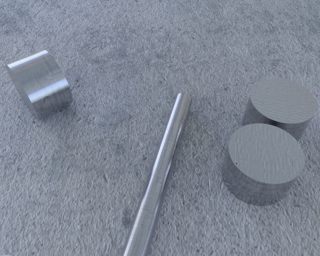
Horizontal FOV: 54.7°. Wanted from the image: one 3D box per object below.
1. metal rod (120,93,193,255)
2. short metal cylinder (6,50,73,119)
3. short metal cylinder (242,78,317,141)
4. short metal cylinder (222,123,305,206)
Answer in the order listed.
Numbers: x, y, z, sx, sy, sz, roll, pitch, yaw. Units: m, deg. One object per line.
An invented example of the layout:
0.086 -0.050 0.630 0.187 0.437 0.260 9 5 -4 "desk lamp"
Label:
-0.006 0.071 0.343 0.025 0.025 0.300 12 51 10 "metal rod"
-0.161 -0.058 0.415 0.050 0.080 0.080 -32 57 -24 "short metal cylinder"
0.153 -0.020 0.405 0.081 0.050 0.080 0 50 0 "short metal cylinder"
0.115 0.041 0.354 0.081 0.050 0.080 0 50 0 "short metal cylinder"
